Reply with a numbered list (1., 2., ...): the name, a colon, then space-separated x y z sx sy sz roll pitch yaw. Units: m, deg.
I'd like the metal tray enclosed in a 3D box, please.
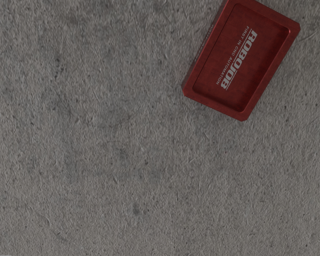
1. metal tray: 0.093 -0.083 0.376 0.090 0.030 0.129 24 108 -9
